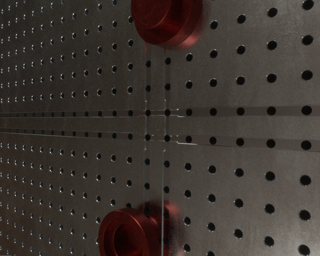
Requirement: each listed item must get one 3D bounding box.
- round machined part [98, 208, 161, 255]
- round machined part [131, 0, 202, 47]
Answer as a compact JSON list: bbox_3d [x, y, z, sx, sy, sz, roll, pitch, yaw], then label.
[{"bbox_3d":[-0.037,0.159,0.427,0.098,0.042,0.097,0,90,39],"label":"round machined part"},{"bbox_3d":[0.001,-0.156,0.396,0.098,0.042,0.097,0,90,39],"label":"round machined part"}]
